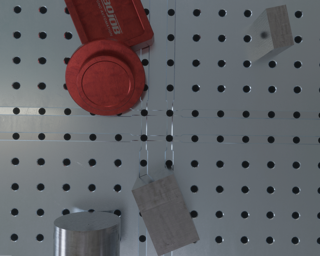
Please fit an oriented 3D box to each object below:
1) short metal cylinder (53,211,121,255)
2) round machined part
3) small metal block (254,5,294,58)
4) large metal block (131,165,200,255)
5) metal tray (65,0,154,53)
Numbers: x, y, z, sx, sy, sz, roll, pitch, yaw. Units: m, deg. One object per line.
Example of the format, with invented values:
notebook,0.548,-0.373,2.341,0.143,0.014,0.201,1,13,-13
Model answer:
short metal cylinder,-0.090,0.139,0.385,0.081,0.080,0.050,1,90,0
round machined part,-0.067,-0.060,0.386,0.099,0.042,0.097,-4,114,-9
small metal block,0.146,-0.124,0.402,0.025,0.050,0.050,-12,90,0
large metal block,0.006,0.097,0.386,0.050,0.080,0.080,-22,90,0
metal tray,-0.072,-0.160,0.409,0.090,0.030,0.129,-22,90,0
